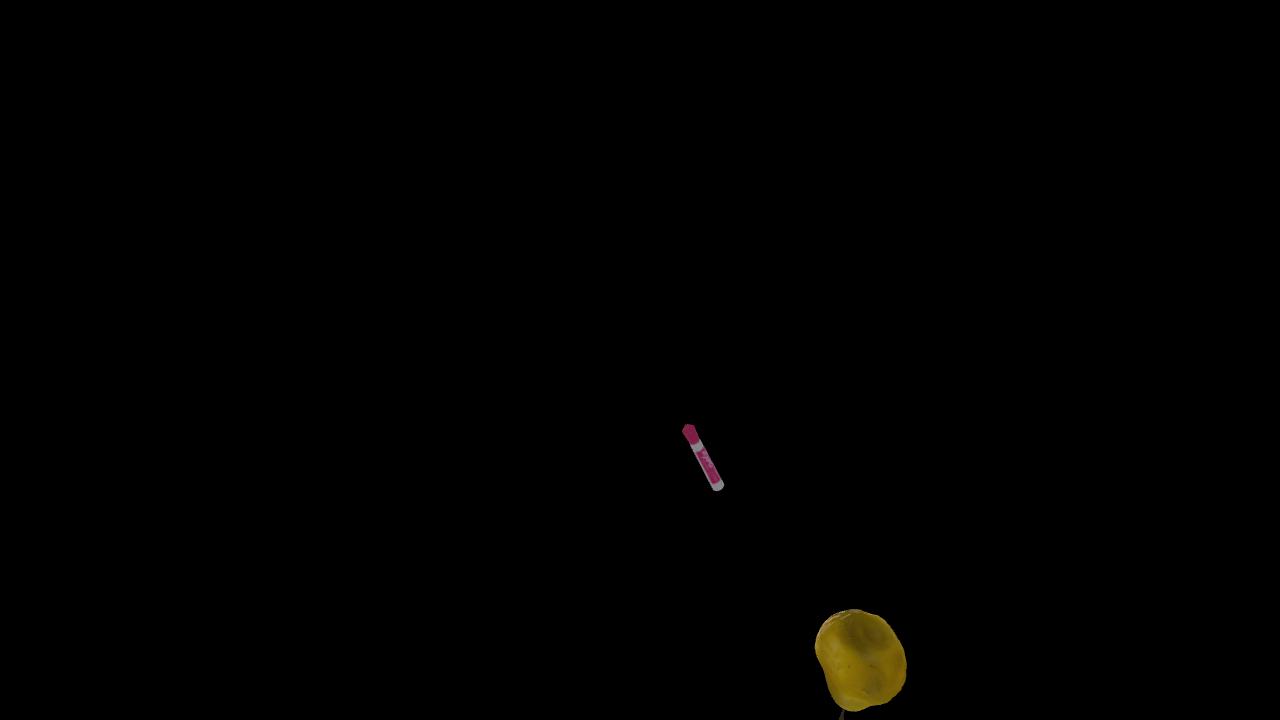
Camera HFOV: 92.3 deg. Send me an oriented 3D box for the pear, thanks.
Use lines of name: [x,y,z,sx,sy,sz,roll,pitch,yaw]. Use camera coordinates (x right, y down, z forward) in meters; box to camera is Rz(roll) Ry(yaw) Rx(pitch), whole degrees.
pear: [0.195,0.283,0.562,0.080,0.111,0.080,4,34,-3]

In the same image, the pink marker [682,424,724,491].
pink marker: [0.090,0.139,0.877,0.020,0.121,0.020,-22,28,12]
